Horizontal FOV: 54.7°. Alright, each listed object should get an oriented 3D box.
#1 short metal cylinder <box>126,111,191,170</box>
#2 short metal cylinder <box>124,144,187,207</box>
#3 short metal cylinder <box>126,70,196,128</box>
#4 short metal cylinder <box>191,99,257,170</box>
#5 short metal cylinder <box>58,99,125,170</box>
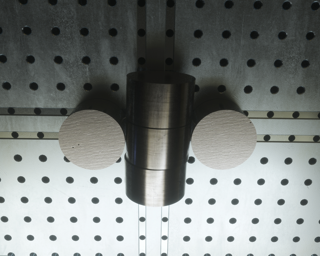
[{"bbox_3d":[-0.002,0.011,0.388,0.081,0.080,0.050,2,110,-1],"label":"short metal cylinder"},{"bbox_3d":[-0.006,0.059,0.405,0.081,0.080,0.050,1,110,-1],"label":"short metal cylinder"},{"bbox_3d":[0.000,-0.037,0.370,0.081,0.080,0.050,2,110,-1],"label":"short metal cylinder"},{"bbox_3d":[0.079,0.007,0.403,0.081,0.050,0.079,0,110,-1],"label":"short metal cylinder"},{"bbox_3d":[-0.083,0.007,0.401,0.081,0.050,0.079,0,110,-1],"label":"short metal cylinder"}]
